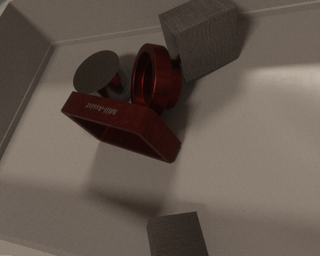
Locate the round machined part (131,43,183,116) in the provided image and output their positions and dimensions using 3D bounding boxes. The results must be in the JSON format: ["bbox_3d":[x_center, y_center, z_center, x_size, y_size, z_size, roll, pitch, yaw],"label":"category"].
[{"bbox_3d":[-0.004,-0.060,0.410,0.098,0.042,0.097,-176,90,-68],"label":"round machined part"}]

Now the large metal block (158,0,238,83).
[{"bbox_3d":[0.053,-0.118,0.404,0.080,0.080,0.050,-26,52,-4],"label":"large metal block"}]

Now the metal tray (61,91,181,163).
[{"bbox_3d":[-0.049,-0.001,0.388,0.130,0.090,0.030,14,69,33],"label":"metal tray"}]

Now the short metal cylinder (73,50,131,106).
[{"bbox_3d":[-0.085,-0.072,0.476,0.080,0.050,0.080,-13,56,20],"label":"short metal cylinder"}]

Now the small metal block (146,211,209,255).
[{"bbox_3d":[0.016,0.115,0.310,0.050,0.025,0.050,-4,53,-14],"label":"small metal block"}]
